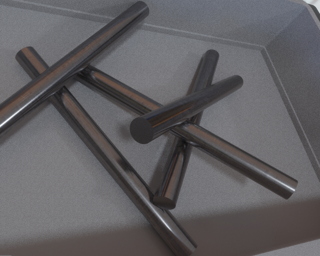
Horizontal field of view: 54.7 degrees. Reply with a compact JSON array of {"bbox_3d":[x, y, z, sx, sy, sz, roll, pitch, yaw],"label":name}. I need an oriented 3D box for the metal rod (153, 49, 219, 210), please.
[{"bbox_3d":[0.047,-0.022,0.430,0.025,0.025,0.301,31,47,-9],"label":"metal rod"}]

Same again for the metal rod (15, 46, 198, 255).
[{"bbox_3d":[-0.065,0.024,0.356,0.300,0.025,0.025,49,51,6],"label":"metal rod"}]

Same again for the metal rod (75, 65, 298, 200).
[{"bbox_3d":[0.018,-0.005,0.371,0.301,0.025,0.025,30,50,10],"label":"metal rod"}]

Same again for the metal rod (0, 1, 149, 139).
[{"bbox_3d":[-0.099,-0.080,0.367,0.025,0.025,0.301,39,53,-3],"label":"metal rod"}]

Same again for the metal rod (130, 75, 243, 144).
[{"bbox_3d":[0.057,-0.038,0.402,0.025,0.025,0.302,51,33,7],"label":"metal rod"}]
